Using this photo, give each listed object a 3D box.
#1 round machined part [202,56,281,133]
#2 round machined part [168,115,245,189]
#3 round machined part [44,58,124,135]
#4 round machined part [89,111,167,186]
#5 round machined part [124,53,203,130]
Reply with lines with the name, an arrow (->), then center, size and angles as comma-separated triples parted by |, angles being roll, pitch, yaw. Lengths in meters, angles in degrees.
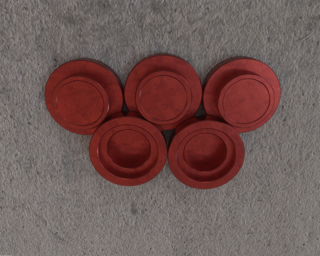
round machined part -> 0.103, -0.039, 0.389 | 0.099, 0.042, 0.097 | 0, 110, -1
round machined part -> 0.059, 0.029, 0.413 | 0.099, 0.042, 0.097 | 0, 110, -1
round machined part -> -0.095, -0.036, 0.387 | 0.099, 0.042, 0.097 | 0, 110, -1
round machined part -> -0.040, 0.024, 0.410 | 0.099, 0.042, 0.097 | 0, 110, -1
round machined part -> 0.004, -0.042, 0.387 | 0.099, 0.042, 0.097 | 0, 110, -1
